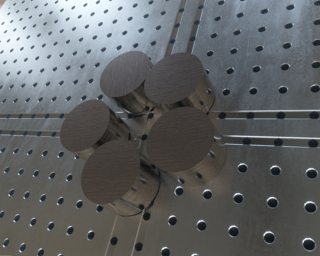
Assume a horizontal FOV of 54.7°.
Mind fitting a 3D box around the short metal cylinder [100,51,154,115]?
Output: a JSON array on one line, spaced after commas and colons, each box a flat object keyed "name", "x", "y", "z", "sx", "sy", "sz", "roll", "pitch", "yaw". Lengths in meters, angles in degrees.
[{"name": "short metal cylinder", "x": -0.040, "y": -0.065, "z": 0.452, "sx": 0.080, "sy": 0.050, "sz": 0.080, "roll": -13, "pitch": 56, "yaw": 21}]

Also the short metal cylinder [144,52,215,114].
[{"name": "short metal cylinder", "x": 0.026, "y": -0.052, "z": 0.409, "sx": 0.080, "sy": 0.050, "sz": 0.080, "roll": -13, "pitch": 56, "yaw": 21}]

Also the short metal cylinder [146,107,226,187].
[{"name": "short metal cylinder", "x": 0.031, "y": 0.022, "z": 0.361, "sx": 0.080, "sy": 0.050, "sz": 0.080, "roll": -13, "pitch": 58, "yaw": 21}]

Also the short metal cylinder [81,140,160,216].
[{"name": "short metal cylinder", "x": -0.048, "y": 0.061, "z": 0.378, "sx": 0.080, "sy": 0.050, "sz": 0.080, "roll": -14, "pitch": 55, "yaw": 21}]

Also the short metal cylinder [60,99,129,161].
[{"name": "short metal cylinder", "x": -0.091, "y": 0.007, "z": 0.436, "sx": 0.080, "sy": 0.050, "sz": 0.080, "roll": -13, "pitch": 57, "yaw": 21}]
